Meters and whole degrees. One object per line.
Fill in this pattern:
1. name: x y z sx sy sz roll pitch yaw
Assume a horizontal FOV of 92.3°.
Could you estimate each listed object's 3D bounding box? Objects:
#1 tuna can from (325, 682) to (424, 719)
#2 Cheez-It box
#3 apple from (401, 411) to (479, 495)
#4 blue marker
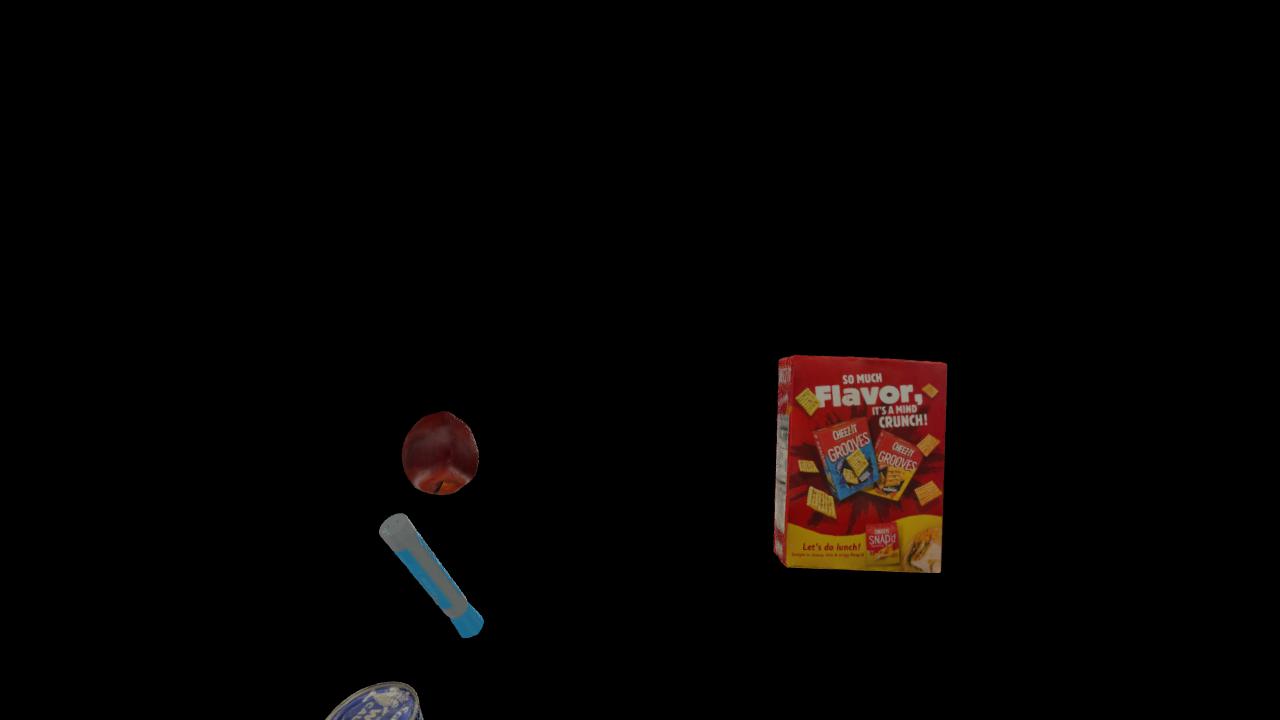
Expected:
1. tuna can: -0.235 0.329 0.542 0.084 0.034 0.084 -7 15 2
2. Cheez-It box: 0.233 0.108 0.663 0.166 0.223 0.071 2 -3 -2
3. apple: -0.216 0.101 0.663 0.079 0.093 0.079 -8 -38 -6
4. blue marker: -0.137 0.150 0.416 0.020 0.121 0.020 -13 33 9
